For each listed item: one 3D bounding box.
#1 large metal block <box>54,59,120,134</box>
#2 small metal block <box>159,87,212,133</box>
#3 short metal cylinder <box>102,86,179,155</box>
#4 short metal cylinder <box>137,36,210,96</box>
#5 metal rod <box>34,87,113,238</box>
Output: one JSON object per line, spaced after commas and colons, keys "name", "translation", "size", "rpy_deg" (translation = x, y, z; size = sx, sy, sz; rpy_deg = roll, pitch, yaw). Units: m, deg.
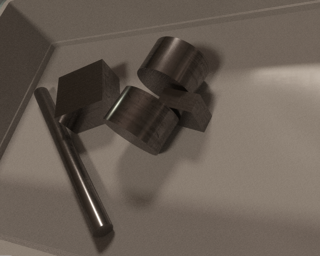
{"name": "large metal block", "translation": [-0.109, -0.047, 0.474], "size": [0.080, 0.050, 0.080], "rpy_deg": [-19, 55, 17]}
{"name": "small metal block", "translation": [0.031, -0.022, 0.386], "size": [0.050, 0.050, 0.025], "rpy_deg": [16, 70, 34]}
{"name": "short metal cylinder", "translation": [-0.024, -0.008, 0.387], "size": [0.080, 0.080, 0.050], "rpy_deg": [24, 75, 36]}
{"name": "short metal cylinder", "translation": [0.018, -0.073, 0.405], "size": [0.080, 0.080, 0.050], "rpy_deg": [19, 72, 35]}
{"name": "metal rod", "translation": [-0.139, 0.029, 0.458], "size": [0.025, 0.025, 0.300], "rpy_deg": [-39, 51, 1]}
